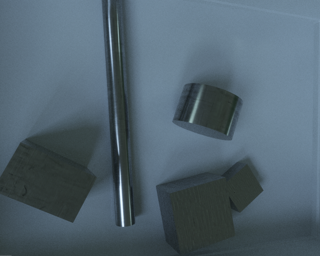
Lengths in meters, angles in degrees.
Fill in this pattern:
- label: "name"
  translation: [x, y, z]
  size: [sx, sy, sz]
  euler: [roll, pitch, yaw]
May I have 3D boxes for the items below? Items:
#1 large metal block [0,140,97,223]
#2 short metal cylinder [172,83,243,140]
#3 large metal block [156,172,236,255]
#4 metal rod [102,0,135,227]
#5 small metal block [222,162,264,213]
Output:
- label: "large metal block"
  translation: [-0.123, 0.054, 0.336]
  size: [0.080, 0.080, 0.050]
  euler: [29, 80, -18]
- label: "short metal cylinder"
  translation: [0.062, -0.020, 0.406]
  size: [0.080, 0.080, 0.050]
  euler: [20, 83, -19]
- label: "large metal block"
  translation: [0.047, 0.111, 0.416]
  size: [0.081, 0.050, 0.079]
  euler: [-12, 94, -20]
- label: "metal rod"
  translation: [-0.053, -0.027, 0.391]
  size: [0.025, 0.025, 0.298]
  euler: [-4, 91, -20]
- label: "small metal block"
  translation: [0.116, 0.086, 0.455]
  size: [0.050, 0.025, 0.050]
  euler: [-37, 102, -16]
